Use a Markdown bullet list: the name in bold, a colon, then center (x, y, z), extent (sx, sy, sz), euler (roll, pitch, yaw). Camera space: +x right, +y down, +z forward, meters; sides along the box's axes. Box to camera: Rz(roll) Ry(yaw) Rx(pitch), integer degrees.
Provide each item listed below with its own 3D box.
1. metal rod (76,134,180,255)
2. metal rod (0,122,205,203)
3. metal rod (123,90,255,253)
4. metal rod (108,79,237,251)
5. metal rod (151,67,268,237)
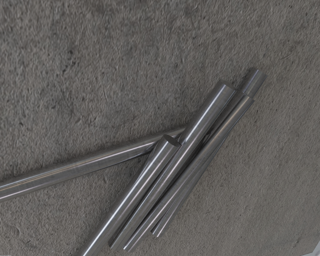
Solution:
- **metal rod**: center (-0.068, 0.131, 0.432), extent (0.025, 0.025, 0.299), euler (22, 112, -36)
- **metal rod**: center (-0.078, 0.041, 0.389), extent (0.302, 0.025, 0.025), euler (-17, 125, -19)
- **metal rod**: center (0.033, 0.073, 0.456), extent (0.025, 0.025, 0.299), euler (24, 109, -37)
- **metal rod**: center (0.006, 0.064, 0.424), extent (0.025, 0.025, 0.298), euler (17, 117, -35)
- **metal rod**: center (0.067, 0.045, 0.471), extent (0.025, 0.025, 0.298), euler (20, 108, -36)
